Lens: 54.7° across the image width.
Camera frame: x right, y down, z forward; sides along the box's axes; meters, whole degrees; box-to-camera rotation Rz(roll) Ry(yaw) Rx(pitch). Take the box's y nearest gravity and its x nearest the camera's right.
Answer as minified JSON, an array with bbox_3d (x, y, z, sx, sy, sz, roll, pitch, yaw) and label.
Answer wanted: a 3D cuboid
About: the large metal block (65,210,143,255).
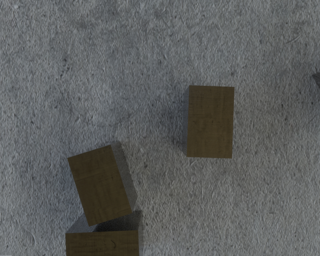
[{"bbox_3d":[-0.063,0.139,0.382,0.081,0.080,0.050,-2,90,0],"label":"large metal block"}]

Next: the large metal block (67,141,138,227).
[{"bbox_3d":[-0.066,0.063,0.382,0.050,0.080,0.080,-18,90,0],"label":"large metal block"}]

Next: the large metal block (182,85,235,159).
[{"bbox_3d":[0.056,-0.007,0.383,0.050,0.080,0.080,2,90,0],"label":"large metal block"}]

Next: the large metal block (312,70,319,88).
[{"bbox_3d":[0.250,-0.050,0.384,0.050,0.080,0.080,-30,90,0],"label":"large metal block"}]
